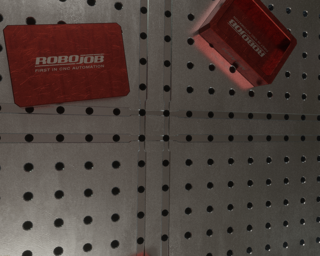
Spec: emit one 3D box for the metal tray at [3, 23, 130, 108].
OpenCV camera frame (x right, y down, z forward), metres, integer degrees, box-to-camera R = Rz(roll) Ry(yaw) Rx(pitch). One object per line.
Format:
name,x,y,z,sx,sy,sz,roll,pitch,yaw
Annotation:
metal tray,-0.108,-0.075,0.371,0.131,0.030,0.089,-9,93,-20

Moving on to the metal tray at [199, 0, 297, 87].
metal tray,0.133,-0.136,0.460,0.130,0.030,0.090,39,77,-16
